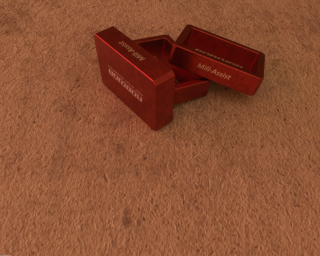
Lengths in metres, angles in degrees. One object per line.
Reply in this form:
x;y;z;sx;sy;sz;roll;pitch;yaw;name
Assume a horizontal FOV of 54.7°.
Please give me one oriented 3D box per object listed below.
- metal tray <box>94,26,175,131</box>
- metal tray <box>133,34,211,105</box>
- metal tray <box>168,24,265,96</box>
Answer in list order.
-0.035;-0.067;0.416;0.030;0.090;0.130;-33;58;-24;metal tray
0.003;-0.090;0.466;0.091;0.030;0.130;-18;52;-25;metal tray
0.087;-0.103;0.457;0.131;0.030;0.090;22;40;3;metal tray
